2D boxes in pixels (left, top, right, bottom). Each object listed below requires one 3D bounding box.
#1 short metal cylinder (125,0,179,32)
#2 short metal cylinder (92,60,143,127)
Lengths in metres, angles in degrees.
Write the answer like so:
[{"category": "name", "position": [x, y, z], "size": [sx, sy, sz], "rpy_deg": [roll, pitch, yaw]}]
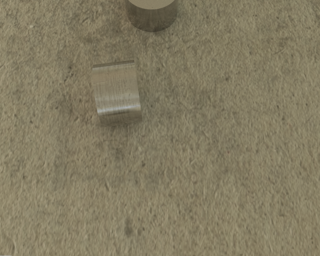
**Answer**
[{"category": "short metal cylinder", "position": [-0.012, -0.193, 0.465], "size": [0.081, 0.050, 0.080], "rpy_deg": [0, 70, 0]}, {"category": "short metal cylinder", "position": [-0.052, -0.044, 0.394], "size": [0.050, 0.080, 0.080], "rpy_deg": [-8, 70, -3]}]
